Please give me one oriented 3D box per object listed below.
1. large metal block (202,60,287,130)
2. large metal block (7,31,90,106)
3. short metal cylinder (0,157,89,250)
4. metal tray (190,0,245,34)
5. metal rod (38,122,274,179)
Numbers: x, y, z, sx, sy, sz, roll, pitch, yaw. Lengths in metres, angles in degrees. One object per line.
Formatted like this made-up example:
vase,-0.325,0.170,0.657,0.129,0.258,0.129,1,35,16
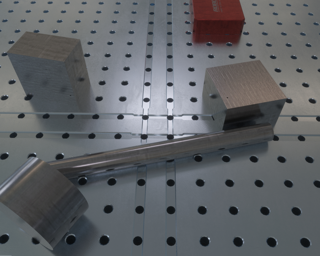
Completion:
large metal block,0.112,-0.044,0.429,0.081,0.050,0.080,-10,51,-9
large metal block,-0.154,-0.084,0.441,0.080,0.080,0.050,10,51,9
short metal cylinder,-0.119,0.075,0.308,0.080,0.080,0.050,26,55,20
metal tray,0.107,-0.231,0.599,0.091,0.030,0.130,1,50,0
metal rod,-0.005,0.030,0.381,0.302,0.025,0.025,-10,51,-8
